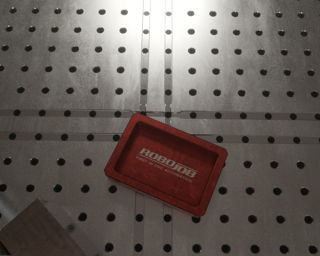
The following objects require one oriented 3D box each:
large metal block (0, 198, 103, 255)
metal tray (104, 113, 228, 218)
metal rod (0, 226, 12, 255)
[{"bbox_3d":[-0.114,0.127,0.335,0.050,0.080,0.080,-43,76,-14],"label":"large metal block"},{"bbox_3d":[0.008,0.046,0.392,0.130,0.030,0.090,23,71,7],"label":"metal tray"},{"bbox_3d":[-0.166,0.120,0.309,0.025,0.025,0.300,-40,54,-13],"label":"metal rod"}]
